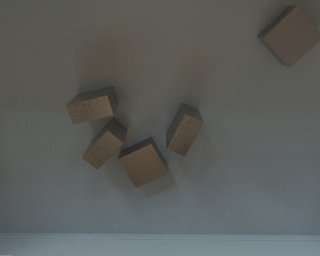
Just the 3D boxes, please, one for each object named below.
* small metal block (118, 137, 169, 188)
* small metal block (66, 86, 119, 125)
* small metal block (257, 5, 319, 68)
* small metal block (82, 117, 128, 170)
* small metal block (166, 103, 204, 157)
[{"bbox_3d":[-0.022,0.048,0.429,0.050,0.025,0.050,-26,108,9],"label":"small metal block"},{"bbox_3d":[-0.082,-0.029,0.386,0.050,0.050,0.025,-13,110,5],"label":"small metal block"},{"bbox_3d":[0.155,-0.109,0.372,0.050,0.025,0.050,42,105,-14],"label":"small metal block"},{"bbox_3d":[-0.071,0.019,0.404,0.025,0.050,0.050,41,105,-14],"label":"small metal block"},{"bbox_3d":[0.030,0.001,0.398,0.025,0.050,0.050,24,108,-9],"label":"small metal block"}]
